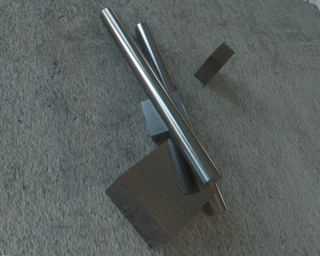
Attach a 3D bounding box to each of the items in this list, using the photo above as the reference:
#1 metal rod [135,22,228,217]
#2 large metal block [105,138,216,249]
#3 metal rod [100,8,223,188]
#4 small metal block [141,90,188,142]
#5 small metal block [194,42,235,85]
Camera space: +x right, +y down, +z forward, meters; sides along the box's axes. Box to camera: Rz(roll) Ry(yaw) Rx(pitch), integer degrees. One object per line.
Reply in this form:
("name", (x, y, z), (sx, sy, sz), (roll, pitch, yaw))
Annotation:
("metal rod", (0.022, -0.026, 0.433), (0.025, 0.025, 0.299), (-7, 66, -32))
("large metal block", (0.001, 0.072, 0.346), (0.080, 0.050, 0.081), (50, 51, 6))
("metal rod", (-0.012, -0.057, 0.397), (0.025, 0.025, 0.299), (-10, 56, -33))
("small metal block", (0.008, -0.015, 0.403), (0.050, 0.025, 0.050), (-18, 67, 3))
("small metal block", (0.088, -0.104, 0.500), (0.025, 0.050, 0.050), (42, 51, 0))
